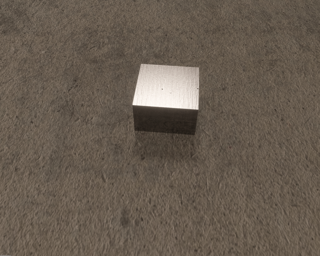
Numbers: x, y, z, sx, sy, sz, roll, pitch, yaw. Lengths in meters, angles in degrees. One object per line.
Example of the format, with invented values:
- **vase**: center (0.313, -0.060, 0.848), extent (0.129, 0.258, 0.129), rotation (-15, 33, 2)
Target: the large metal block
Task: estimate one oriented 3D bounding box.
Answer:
- **large metal block**: center (0.010, -0.040, 0.421), extent (0.080, 0.050, 0.080), rotation (4, 50, 3)
